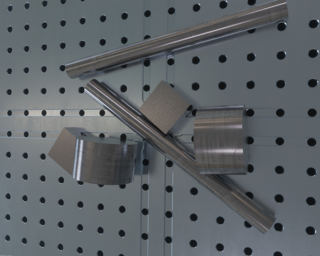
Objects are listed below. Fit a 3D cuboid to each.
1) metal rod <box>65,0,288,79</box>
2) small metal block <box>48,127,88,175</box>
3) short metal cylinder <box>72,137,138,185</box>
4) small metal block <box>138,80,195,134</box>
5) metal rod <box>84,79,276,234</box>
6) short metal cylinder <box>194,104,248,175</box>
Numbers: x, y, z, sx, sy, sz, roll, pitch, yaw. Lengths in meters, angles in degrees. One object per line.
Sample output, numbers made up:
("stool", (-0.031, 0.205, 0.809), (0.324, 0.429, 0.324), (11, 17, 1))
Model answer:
("metal rod", (0.007, -0.112, 0.409), (0.301, 0.025, 0.025), (-11, 86, 19))
("small metal block", (-0.129, 0.033, 0.458), (0.050, 0.025, 0.050), (37, 102, 16))
("short metal cylinder", (-0.072, 0.041, 0.409), (0.080, 0.080, 0.050), (7, 93, 20))
("small metal block", (0.009, -0.027, 0.409), (0.050, 0.025, 0.050), (43, 103, 15))
("metal rod", (0.015, 0.028, 0.407), (0.300, 0.025, 0.025), (38, 102, 16))
("short metal cylinder", (0.073, 0.014, 0.358), (0.050, 0.080, 0.080), (-2, 89, 20))
